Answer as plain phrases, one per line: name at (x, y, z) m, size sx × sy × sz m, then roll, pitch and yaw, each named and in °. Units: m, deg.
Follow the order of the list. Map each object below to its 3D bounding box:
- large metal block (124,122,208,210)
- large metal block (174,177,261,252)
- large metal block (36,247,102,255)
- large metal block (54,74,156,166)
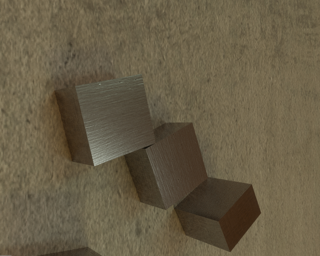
large metal block at (0.008, 0.045, 0.397) m, size 0.081 × 0.050 × 0.080 m, roll -28°, pitch 108°, yaw -37°
large metal block at (0.082, 0.118, 0.441) m, size 0.081 × 0.080 × 0.050 m, roll -35°, pitch 112°, yaw -35°
large metal block at (-0.089, 0.157, 0.296) m, size 0.081 × 0.080 × 0.050 m, roll 7°, pitch 86°, yaw -40°
large metal block at (-0.058, -0.011, 0.341) m, size 0.081 × 0.050 × 0.079 m, roll -19°, pitch 102°, yaw -39°
